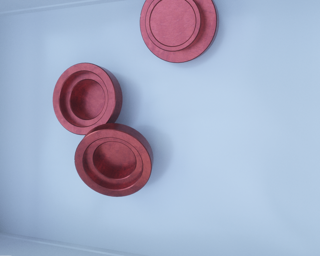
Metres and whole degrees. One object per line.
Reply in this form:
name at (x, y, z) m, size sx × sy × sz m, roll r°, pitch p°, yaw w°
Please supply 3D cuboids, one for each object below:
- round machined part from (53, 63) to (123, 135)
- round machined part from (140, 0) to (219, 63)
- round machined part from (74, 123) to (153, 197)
round machined part at (-0.096, -0.039, 0.434) m, size 0.098 × 0.042 × 0.097 m, roll 0°, pitch 90°, yaw 19°
round machined part at (0.020, -0.129, 0.381) m, size 0.098 × 0.042 × 0.097 m, roll 5°, pitch 107°, yaw 17°
round machined part at (-0.058, 0.038, 0.407) m, size 0.099 × 0.042 × 0.097 m, roll 2°, pitch 113°, yaw 4°
